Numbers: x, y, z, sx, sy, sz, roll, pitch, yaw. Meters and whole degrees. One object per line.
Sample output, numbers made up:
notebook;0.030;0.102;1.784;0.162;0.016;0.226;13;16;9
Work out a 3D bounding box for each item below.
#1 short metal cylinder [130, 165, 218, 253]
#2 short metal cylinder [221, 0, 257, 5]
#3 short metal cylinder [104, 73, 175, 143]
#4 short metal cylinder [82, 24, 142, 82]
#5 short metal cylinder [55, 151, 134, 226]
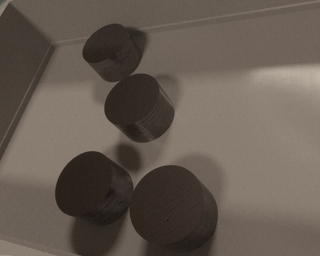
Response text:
short metal cylinder;0.015;0.086;0.328;0.080;0.050;0.080;-13;56;20
short metal cylinder;0.118;-0.228;0.450;0.080;0.080;0.050;1;62;28
short metal cylinder;-0.027;-0.026;0.419;0.080;0.050;0.080;-13;56;20
short metal cylinder;-0.077;-0.121;0.503;0.080;0.050;0.080;-13;56;20
short metal cylinder;-0.080;0.075;0.384;0.080;0.050;0.080;-13;56;20
